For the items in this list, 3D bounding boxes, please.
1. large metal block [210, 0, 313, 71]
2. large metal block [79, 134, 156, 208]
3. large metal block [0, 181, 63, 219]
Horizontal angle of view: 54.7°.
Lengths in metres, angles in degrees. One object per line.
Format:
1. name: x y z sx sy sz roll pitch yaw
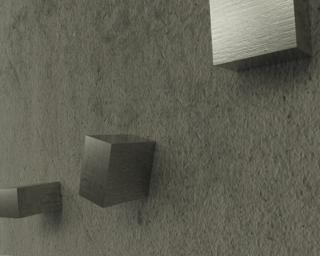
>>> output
1. large metal block: 0.099 -0.106 0.307 0.080 0.050 0.080 -5 87 40
2. large metal block: -0.056 0.053 0.415 0.050 0.081 0.079 14 99 39
3. large metal block: -0.239 0.130 0.567 0.080 0.081 0.050 -12 83 39
